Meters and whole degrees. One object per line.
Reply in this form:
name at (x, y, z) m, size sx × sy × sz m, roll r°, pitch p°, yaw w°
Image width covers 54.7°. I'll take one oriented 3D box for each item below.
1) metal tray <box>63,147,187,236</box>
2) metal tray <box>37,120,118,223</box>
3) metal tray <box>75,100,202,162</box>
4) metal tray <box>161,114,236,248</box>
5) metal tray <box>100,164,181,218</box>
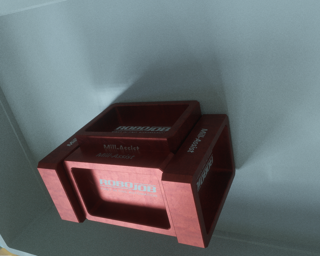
metal tray at (-0.039, 0.069, 0.350) m, size 0.130 × 0.030 × 0.089 m, roll 1°, pitch 119°, yaw 27°
metal tray at (-0.093, 0.050, 0.419) m, size 0.030 × 0.131 × 0.089 m, roll 1°, pitch 119°, yaw 28°
metal tray at (-0.024, 0.000, 0.376) m, size 0.130 × 0.090 × 0.030 m, roll 1°, pitch 119°, yaw 28°
metal tray at (0.050, 0.051, 0.343) m, size 0.030 × 0.131 × 0.089 m, roll 1°, pitch 119°, yaw 28°
metal tray at (-0.005, 0.079, 0.414) m, size 0.130 × 0.090 × 0.030 m, roll 0°, pitch 118°, yaw 28°
